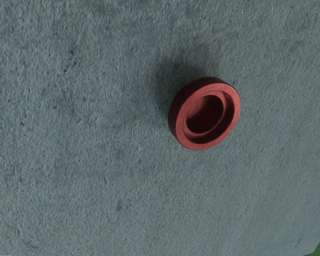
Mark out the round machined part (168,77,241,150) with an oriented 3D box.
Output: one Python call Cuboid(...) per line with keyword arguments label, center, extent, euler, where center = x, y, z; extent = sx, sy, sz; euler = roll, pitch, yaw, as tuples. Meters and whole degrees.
Cuboid(label="round machined part", center=(0.054, -0.022, 0.411), extent=(0.099, 0.042, 0.097), euler=(-14, 124, -21))
